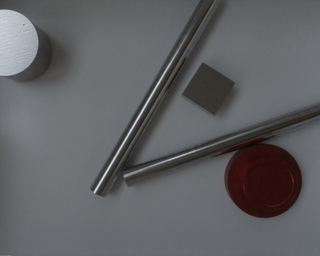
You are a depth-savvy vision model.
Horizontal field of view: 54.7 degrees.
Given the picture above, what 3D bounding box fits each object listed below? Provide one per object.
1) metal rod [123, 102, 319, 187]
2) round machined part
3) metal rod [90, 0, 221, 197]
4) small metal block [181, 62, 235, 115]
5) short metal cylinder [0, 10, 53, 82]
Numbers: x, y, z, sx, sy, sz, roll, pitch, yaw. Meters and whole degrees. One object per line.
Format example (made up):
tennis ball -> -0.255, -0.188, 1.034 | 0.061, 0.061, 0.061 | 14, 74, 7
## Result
metal rod -> 0.097, 0.018, 0.412 | 0.302, 0.025, 0.025 | -19, 90, -1
round machined part -> 0.138, 0.070, 0.405 | 0.099, 0.042, 0.097 | 0, 90, -1
metal rod -> -0.006, -0.044, 0.411 | 0.025, 0.025, 0.299 | 30, 90, -1
small metal block -> 0.063, -0.051, 0.412 | 0.050, 0.025, 0.050 | 33, 90, -1
short metal cylinder -> -0.187, -0.102, 0.396 | 0.081, 0.050, 0.079 | 0, 90, -1
